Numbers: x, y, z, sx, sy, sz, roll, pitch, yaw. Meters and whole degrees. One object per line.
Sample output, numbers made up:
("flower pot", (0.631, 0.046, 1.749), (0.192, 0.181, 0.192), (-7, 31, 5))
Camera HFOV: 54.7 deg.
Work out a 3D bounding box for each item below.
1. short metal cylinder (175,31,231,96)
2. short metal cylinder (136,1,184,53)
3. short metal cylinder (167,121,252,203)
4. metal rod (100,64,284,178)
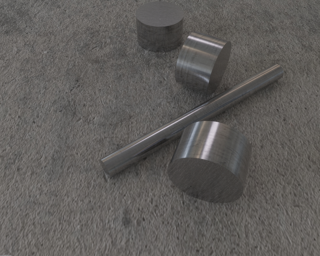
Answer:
("short metal cylinder", (0.063, -0.093, 0.446), (0.050, 0.080, 0.080), (24, 54, 18))
("short metal cylinder", (0.000, -0.175, 0.534), (0.081, 0.050, 0.080), (0, 50, 0))
("short metal cylinder", (0.054, 0.038, 0.336), (0.080, 0.080, 0.050), (16, 52, 13))
("metal rod", (0.058, -0.020, 0.420), (0.302, 0.025, 0.025), (-29, 56, -22))
